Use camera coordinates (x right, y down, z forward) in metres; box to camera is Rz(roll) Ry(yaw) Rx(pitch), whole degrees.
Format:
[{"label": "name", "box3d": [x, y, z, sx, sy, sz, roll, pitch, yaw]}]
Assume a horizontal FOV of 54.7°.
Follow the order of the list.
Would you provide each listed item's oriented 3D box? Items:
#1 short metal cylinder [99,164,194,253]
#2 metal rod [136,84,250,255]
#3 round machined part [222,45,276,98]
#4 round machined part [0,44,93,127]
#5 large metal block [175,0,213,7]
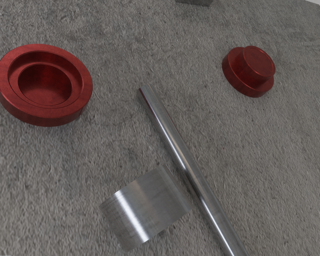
[{"label": "short metal cylinder", "box3d": [-0.013, 0.080, 0.313, 0.081, 0.080, 0.050, -25, 75, -37]}, {"label": "metal rod", "box3d": [0.049, 0.073, 0.384, 0.025, 0.025, 0.299, -18, 71, -35]}, {"label": "round machined part", "box3d": [0.162, -0.105, 0.544, 0.099, 0.042, 0.098, 14, 56, -21]}, {"label": "round machined part", "box3d": [-0.130, -0.043, 0.350, 0.099, 0.042, 0.098, 14, 56, -21]}, {"label": "large metal block", "box3d": [0.062, -0.286, 0.595, 0.081, 0.050, 0.080, -6, 65, -31]}]
